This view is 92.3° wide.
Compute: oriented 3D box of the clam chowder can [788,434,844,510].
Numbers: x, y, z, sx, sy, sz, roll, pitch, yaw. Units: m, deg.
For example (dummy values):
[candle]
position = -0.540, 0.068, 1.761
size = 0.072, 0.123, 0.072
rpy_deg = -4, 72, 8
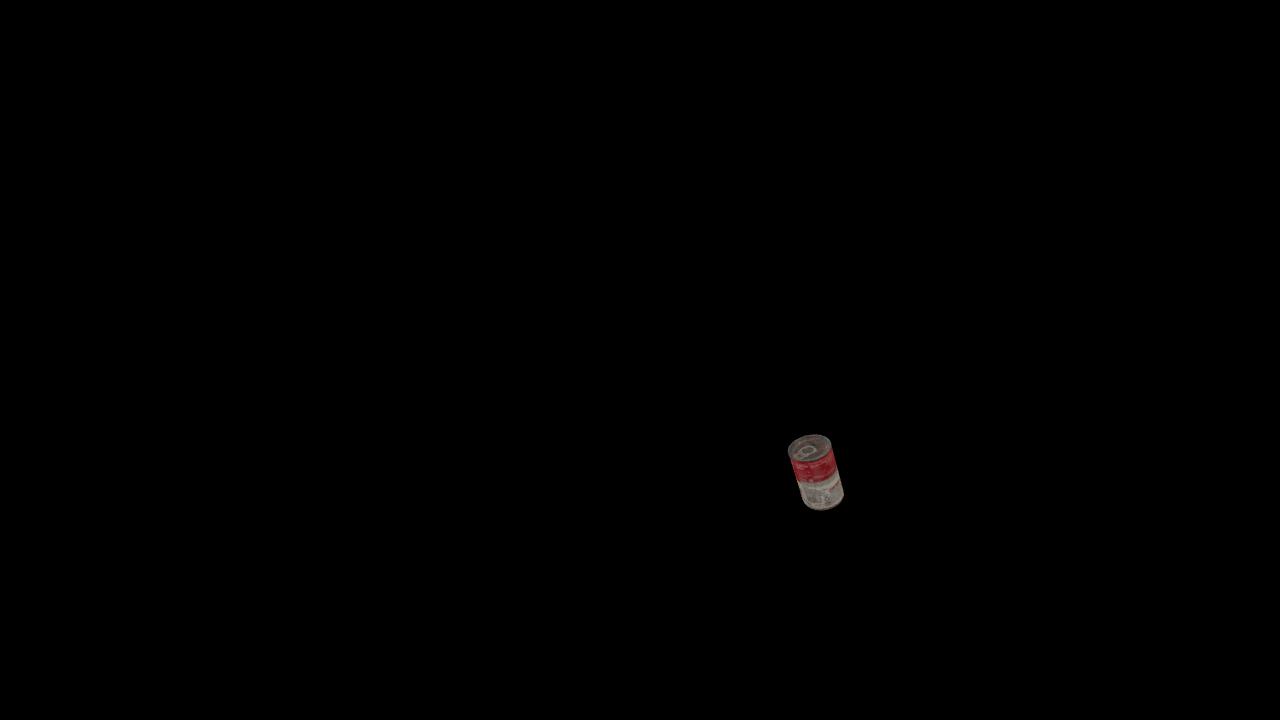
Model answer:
[clam chowder can]
position = 0.281, 0.179, 0.977
size = 0.068, 0.102, 0.068
rpy_deg = -18, 23, 8
